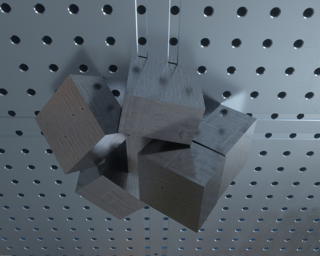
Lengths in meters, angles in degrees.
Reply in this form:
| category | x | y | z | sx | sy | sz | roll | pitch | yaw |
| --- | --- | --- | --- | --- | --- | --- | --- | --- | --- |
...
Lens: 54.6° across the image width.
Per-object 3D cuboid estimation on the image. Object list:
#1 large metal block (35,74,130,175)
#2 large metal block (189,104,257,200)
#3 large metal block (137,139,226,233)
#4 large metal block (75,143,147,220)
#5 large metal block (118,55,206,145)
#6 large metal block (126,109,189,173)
| category | x | y | z | sx | sy | sz | roll | pitch | yaw |
| --- | --- | --- | --- | --- | --- | --- | --- | --- | --- |
| large metal block | -0.089 | -0.005 | 0.362 | 0.080 | 0.080 | 0.050 | -41 | 163 | 29 |
| large metal block | 0.074 | 0.030 | 0.390 | 0.050 | 0.080 | 0.080 | 26 | 136 | 28 |
| large metal block | 0.023 | 0.060 | 0.355 | 0.080 | 0.050 | 0.080 | 23 | 134 | 25 |
| large metal block | -0.062 | 0.066 | 0.429 | 0.050 | 0.080 | 0.080 | -33 | 123 | 24 |
| large metal block | 0.001 | -0.033 | 0.348 | 0.080 | 0.080 | 0.050 | 10 | 129 | -8 |
| large metal block | -0.001 | 0.014 | 0.407 | 0.080 | 0.050 | 0.080 | 1 | 130 | -1 |
